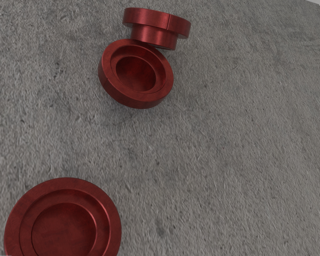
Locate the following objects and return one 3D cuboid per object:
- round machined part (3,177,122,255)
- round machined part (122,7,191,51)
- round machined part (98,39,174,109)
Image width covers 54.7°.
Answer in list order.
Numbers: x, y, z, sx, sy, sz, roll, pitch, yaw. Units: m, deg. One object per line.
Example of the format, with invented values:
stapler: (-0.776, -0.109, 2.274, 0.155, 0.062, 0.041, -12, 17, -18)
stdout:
round machined part: (-0.089, 0.099, 0.285, 0.099, 0.042, 0.098, 14, 56, -21)
round machined part: (-0.007, -0.141, 0.452, 0.099, 0.098, 0.042, 7, 102, -25)
round machined part: (-0.035, -0.067, 0.413, 0.099, 0.042, 0.098, 13, 58, -21)
